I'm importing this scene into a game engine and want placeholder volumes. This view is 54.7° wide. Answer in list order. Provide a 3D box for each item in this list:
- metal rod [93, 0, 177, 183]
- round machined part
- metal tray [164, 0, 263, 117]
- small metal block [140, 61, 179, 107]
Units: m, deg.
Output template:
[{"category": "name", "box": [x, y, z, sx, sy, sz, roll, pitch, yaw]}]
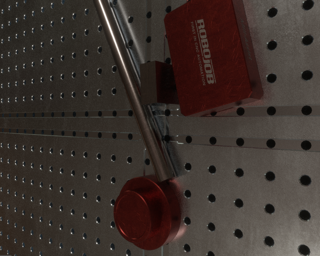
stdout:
[{"category": "metal rod", "box": [-0.041, -0.067, 0.441, 0.025, 0.025, 0.299, -33, 70, 35]}, {"category": "round machined part", "box": [-0.024, 0.115, 0.416, 0.098, 0.042, 0.097, 0, 90, 39]}, {"category": "metal tray", "box": [0.058, -0.085, 0.357, 0.090, 0.030, 0.129, -16, 80, 38]}, {"category": "small metal block", "box": [0.002, -0.054, 0.390, 0.025, 0.050, 0.050, -4, 87, 40]}]
